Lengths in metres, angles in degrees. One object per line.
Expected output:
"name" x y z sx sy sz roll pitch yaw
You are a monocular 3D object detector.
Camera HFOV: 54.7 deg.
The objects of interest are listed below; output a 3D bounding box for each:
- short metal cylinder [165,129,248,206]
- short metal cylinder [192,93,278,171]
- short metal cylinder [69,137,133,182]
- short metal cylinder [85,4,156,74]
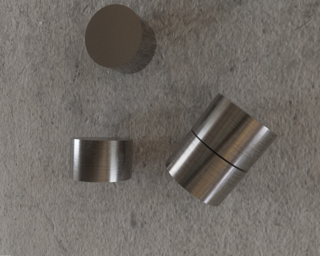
"short metal cylinder" 0.054 0.044 0.360 0.080 0.080 0.050 40 102 15
"short metal cylinder" 0.084 0.004 0.350 0.080 0.080 0.050 39 102 15
"short metal cylinder" -0.076 0.039 0.405 0.080 0.080 0.050 2 91 19
"short metal cylinder" -0.051 -0.116 0.413 0.080 0.050 0.079 0 90 19
